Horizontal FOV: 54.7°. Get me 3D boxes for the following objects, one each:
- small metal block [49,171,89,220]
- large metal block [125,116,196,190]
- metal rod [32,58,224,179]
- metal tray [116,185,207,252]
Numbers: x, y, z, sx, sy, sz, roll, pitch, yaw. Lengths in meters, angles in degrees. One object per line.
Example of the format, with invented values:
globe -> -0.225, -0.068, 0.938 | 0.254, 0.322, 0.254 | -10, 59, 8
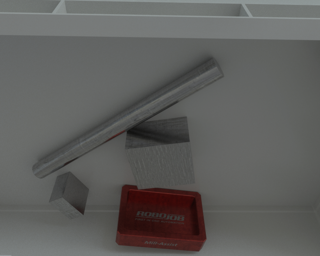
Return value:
small metal block -> -0.139, 0.105, 0.480 | 0.025, 0.050, 0.050 | -22, 127, 17
large metal block -> 0.003, 0.035, 0.423 | 0.080, 0.050, 0.080 | -7, 130, 5
metal rod -> -0.056, -0.003, 0.405 | 0.300, 0.025, 0.025 | -28, 125, 21
metal tray -> 0.001, 0.139, 0.484 | 0.131, 0.090, 0.030 | 7, 130, -7
